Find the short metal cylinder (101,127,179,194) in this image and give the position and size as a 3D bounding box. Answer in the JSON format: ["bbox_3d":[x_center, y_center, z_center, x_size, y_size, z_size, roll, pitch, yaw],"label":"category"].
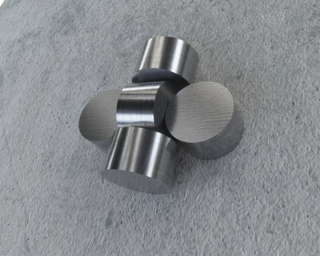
[{"bbox_3d":[-0.022,0.040,0.358,0.080,0.080,0.050,0,61,28],"label":"short metal cylinder"}]

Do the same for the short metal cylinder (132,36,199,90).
[{"bbox_3d":[0.008,-0.075,0.413,0.080,0.080,0.050,0,62,28],"label":"short metal cylinder"}]

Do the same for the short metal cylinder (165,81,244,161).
[{"bbox_3d":[0.053,-0.008,0.366,0.080,0.050,0.080,-13,56,21],"label":"short metal cylinder"}]

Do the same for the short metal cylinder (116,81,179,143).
[{"bbox_3d":[-0.010,-0.018,0.387,0.050,0.080,0.080,0,62,29],"label":"short metal cylinder"}]

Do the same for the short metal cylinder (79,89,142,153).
[{"bbox_3d":[-0.063,-0.006,0.427,0.080,0.050,0.080,-13,56,20],"label":"short metal cylinder"}]
